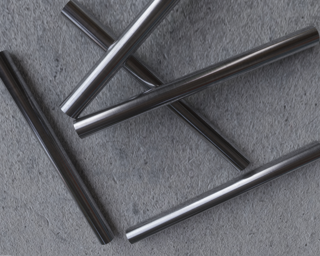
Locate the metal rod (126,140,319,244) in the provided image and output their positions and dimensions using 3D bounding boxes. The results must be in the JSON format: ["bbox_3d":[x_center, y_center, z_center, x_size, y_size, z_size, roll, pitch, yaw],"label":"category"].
[{"bbox_3d":[0.087,0.096,0.445,0.301,0.025,0.025,-27,108,9],"label":"metal rod"}]

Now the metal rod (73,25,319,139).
[{"bbox_3d":[0.043,-0.055,0.368,0.301,0.025,0.025,-22,109,-1],"label":"metal rod"}]

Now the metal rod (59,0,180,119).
[{"bbox_3d":[-0.006,-0.128,0.342,0.025,0.025,0.299,41,98,-14],"label":"metal rod"}]

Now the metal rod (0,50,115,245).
[{"bbox_3d":[-0.139,0.039,0.422,0.025,0.025,0.299,-22,109,8],"label":"metal rod"}]

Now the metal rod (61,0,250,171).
[{"bbox_3d":[0.004,-0.045,0.392,0.300,0.025,0.025,41,105,-14],"label":"metal rod"}]
